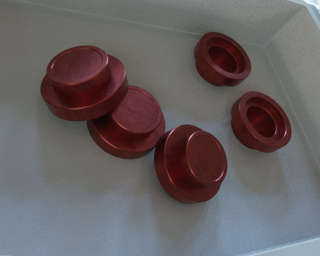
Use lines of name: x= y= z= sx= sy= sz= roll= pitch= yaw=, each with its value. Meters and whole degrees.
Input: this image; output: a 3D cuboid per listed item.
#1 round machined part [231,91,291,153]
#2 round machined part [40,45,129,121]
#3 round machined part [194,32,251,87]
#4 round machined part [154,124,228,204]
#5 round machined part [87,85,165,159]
round machined part: x=0.151 y=-0.005 z=0.482 sx=0.099 sy=0.042 sz=0.098 roll=14 pitch=56 yaw=-21
round machined part: x=-0.088 y=-0.058 z=0.354 sx=0.099 sy=0.042 sz=0.098 roll=-4 pitch=50 yaw=5
round machined part: x=0.099 y=-0.109 z=0.517 sx=0.099 sy=0.042 sz=0.098 roll=14 pitch=56 yaw=-21
round machined part: x=0.045 y=0.042 z=0.381 sx=0.099 sy=0.042 sz=0.098 roll=16 pitch=62 yaw=-34
round machined part: x=-0.037 y=-0.014 z=0.385 sx=0.099 sy=0.042 sz=0.098 roll=14 pitch=56 yaw=-21
